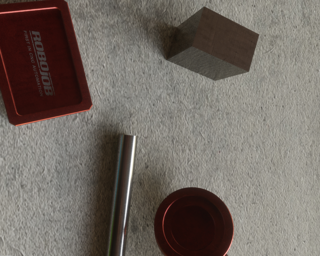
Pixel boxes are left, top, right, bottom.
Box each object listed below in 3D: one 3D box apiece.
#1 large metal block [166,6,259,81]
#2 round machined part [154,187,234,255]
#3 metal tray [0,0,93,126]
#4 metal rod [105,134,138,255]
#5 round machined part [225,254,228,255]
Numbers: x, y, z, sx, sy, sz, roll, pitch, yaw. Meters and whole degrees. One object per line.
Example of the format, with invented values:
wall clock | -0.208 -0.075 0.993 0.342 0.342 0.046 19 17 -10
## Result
large metal block | 0.066 -0.104 0.404 0.081 0.080 0.050 19 84 -19
round machined part | 0.042 0.130 0.400 0.099 0.042 0.098 0 61 -1
metal tray | -0.138 -0.074 0.355 0.091 0.030 0.129 -15 95 -20
metal rod | -0.056 0.157 0.388 0.025 0.025 0.298 7 88 -20
round machined part | 0.071 0.201 0.410 0.099 0.042 0.097 -19 135 -20
